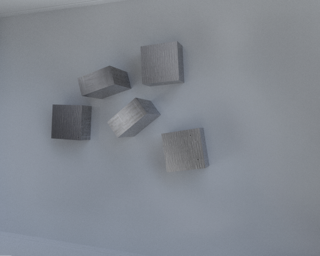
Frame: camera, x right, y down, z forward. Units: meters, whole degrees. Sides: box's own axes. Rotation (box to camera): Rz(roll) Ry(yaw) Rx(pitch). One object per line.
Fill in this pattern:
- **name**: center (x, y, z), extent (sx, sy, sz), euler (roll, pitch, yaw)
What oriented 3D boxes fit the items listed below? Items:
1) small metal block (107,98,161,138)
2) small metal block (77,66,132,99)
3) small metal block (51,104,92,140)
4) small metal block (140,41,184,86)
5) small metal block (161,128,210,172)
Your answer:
- **small metal block**: center (-0.033, -0.013, 0.409), extent (0.050, 0.050, 0.025), euler (-39, 78, 16)
- **small metal block**: center (-0.075, -0.061, 0.424), extent (0.050, 0.050, 0.025), euler (-16, 85, 19)
- **small metal block**: center (-0.130, -0.008, 0.457), extent (0.050, 0.025, 0.050), euler (3, 91, 20)
- **small metal block**: center (0.003, -0.084, 0.409), extent (0.050, 0.025, 0.050), euler (-3, 89, 20)
- **small metal block**: center (0.033, 0.028, 0.399), extent (0.050, 0.025, 0.050), euler (-9, 87, 19)
